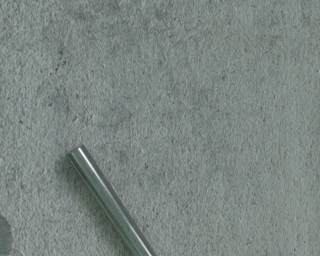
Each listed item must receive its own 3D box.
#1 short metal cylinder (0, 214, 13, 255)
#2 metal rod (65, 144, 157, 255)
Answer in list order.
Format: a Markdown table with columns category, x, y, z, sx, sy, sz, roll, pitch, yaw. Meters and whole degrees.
| category | x | y | z | sx | sy | sz | roll | pitch | yaw |
| --- | --- | --- | --- | --- | --- | --- | --- | --- | --- |
| short metal cylinder | -0.200 | 0.128 | 0.322 | 0.081 | 0.050 | 0.080 | 0 | 90 | -20 |
| metal rod | -0.027 | 0.152 | 0.399 | 0.025 | 0.025 | 0.299 | -34 | 101 | -17 |
